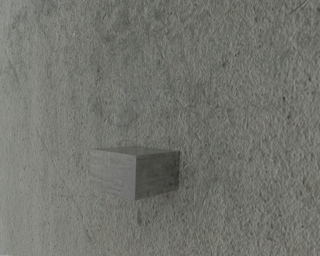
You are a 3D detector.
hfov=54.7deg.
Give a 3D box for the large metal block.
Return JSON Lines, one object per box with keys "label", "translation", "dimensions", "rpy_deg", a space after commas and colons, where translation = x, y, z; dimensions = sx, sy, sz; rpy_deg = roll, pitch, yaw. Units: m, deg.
{"label": "large metal block", "translation": [-0.032, 0.053, 0.395], "dimensions": [0.080, 0.081, 0.050], "rpy_deg": [3, 92, 40]}
